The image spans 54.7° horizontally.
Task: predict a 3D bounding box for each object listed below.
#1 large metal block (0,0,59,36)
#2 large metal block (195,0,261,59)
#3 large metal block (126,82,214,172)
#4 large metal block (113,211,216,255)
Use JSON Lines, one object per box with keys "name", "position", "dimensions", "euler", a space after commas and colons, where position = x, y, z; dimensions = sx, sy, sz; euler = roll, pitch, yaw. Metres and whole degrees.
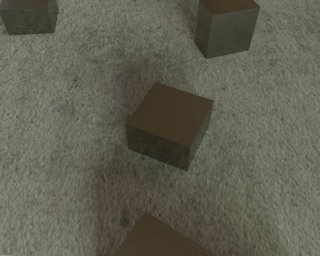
{"name": "large metal block", "position": [-0.236, -0.216, 0.565], "dimensions": [0.081, 0.050, 0.080], "euler": [-5, 50, -5]}
{"name": "large metal block", "position": [0.107, -0.168, 0.510], "dimensions": [0.081, 0.080, 0.050], "euler": [-14, 52, -12]}
{"name": "large metal block", "position": [0.014, -0.004, 0.390], "dimensions": [0.080, 0.050, 0.080], "euler": [20, 53, 15]}
{"name": "large metal block", "position": [-0.002, 0.136, 0.273], "dimensions": [0.080, 0.050, 0.080], "euler": [27, 55, 20]}
